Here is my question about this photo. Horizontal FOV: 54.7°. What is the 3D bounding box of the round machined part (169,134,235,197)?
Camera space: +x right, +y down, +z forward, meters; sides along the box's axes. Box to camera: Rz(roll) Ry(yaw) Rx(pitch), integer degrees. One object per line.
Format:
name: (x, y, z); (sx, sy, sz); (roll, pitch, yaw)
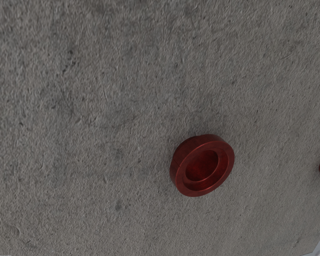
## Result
round machined part: (0.057, 0.051, 0.458); (0.099, 0.042, 0.097); (-14, 124, -21)
